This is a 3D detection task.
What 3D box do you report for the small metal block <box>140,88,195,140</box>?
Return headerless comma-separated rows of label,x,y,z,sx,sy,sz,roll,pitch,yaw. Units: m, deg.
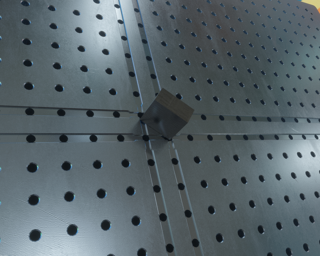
small metal block,0.009,-0.017,0.409,0.050,0.050,0.025,35,51,-6
